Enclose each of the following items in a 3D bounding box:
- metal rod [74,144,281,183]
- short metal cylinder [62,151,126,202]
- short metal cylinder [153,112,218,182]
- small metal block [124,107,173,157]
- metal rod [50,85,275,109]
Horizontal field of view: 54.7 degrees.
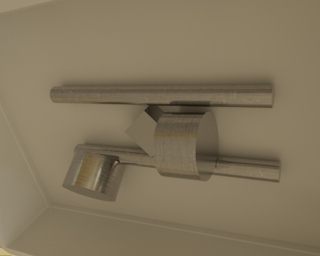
[{"bbox_3d":[0.006,0.045,0.429,0.301,0.025,0.025,3,120,26],"label":"metal rod"},{"bbox_3d":[-0.098,0.074,0.463,0.080,0.050,0.080,13,157,6],"label":"short metal cylinder"},{"bbox_3d":[0.033,0.020,0.366,0.050,0.080,0.079,2,119,27],"label":"short metal cylinder"},{"bbox_3d":[-0.011,0.003,0.413,0.050,0.025,0.050,44,129,-3],"label":"small metal block"},{"bbox_3d":[-0.017,-0.041,0.388,0.301,0.025,0.025,3,120,26],"label":"metal rod"}]
